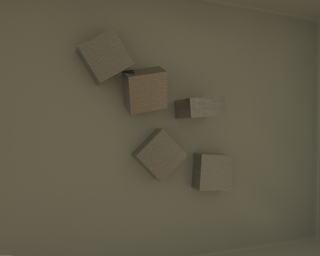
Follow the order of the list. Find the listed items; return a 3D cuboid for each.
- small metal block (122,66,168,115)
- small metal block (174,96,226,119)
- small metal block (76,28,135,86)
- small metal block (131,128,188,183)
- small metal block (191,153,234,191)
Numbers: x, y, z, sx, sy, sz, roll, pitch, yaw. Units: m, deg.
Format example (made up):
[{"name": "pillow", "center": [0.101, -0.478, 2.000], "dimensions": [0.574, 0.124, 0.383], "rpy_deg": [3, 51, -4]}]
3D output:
[{"name": "small metal block", "center": [-0.019, -0.048, 0.394], "dimensions": [0.050, 0.025, 0.050], "rpy_deg": [-12, 120, -20]}, {"name": "small metal block", "center": [0.053, -0.027, 0.418], "dimensions": [0.050, 0.050, 0.025], "rpy_deg": [-5, 92, -20]}, {"name": "small metal block", "center": [-0.068, -0.088, 0.386], "dimensions": [0.050, 0.025, 0.050], "rpy_deg": [-34, 101, -17]}, {"name": "small metal block", "center": [-0.001, 0.036, 0.411], "dimensions": [0.050, 0.025, 0.050], "rpy_deg": [-46, 105, -15]}, {"name": "small metal block", "center": [0.074, 0.062, 0.440], "dimensions": [0.050, 0.025, 0.050], "rpy_deg": [4, 89, -20]}]
